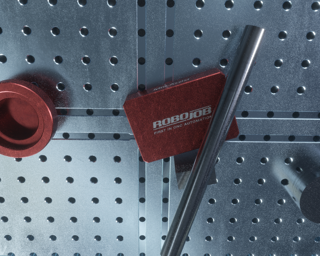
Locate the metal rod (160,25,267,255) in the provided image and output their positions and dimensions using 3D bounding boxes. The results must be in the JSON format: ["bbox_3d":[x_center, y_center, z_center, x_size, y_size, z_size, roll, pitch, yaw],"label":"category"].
[{"bbox_3d":[0.061,0.026,0.376,0.025,0.025,0.298,18,98,-7],"label":"metal rod"}]

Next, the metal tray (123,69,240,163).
[{"bbox_3d":[0.028,-0.015,0.406,0.131,0.030,0.090,-17,110,5],"label":"metal tray"}]

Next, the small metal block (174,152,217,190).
[{"bbox_3d":[0.047,0.056,0.422,0.050,0.050,0.025,-10,110,3],"label":"small metal block"}]

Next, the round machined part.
[{"bbox_3d":[-0.180,-0.015,0.396,0.099,0.042,0.097,0,110,-1],"label":"round machined part"}]

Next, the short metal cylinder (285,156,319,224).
[{"bbox_3d":[0.226,0.086,0.435,0.081,0.050,0.079,0,110,-1],"label":"short metal cylinder"}]
